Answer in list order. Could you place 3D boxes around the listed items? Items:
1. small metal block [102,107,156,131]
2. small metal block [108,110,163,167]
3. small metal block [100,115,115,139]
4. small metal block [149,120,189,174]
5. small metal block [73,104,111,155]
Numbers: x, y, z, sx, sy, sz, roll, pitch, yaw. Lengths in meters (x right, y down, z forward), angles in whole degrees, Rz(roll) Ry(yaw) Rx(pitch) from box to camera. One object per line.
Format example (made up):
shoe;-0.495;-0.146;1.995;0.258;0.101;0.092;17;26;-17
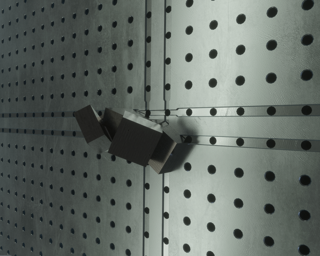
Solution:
small metal block;-0.042;-0.008;0.426;0.050;0.050;0.025;24;105;37
small metal block;-0.030;0.013;0.381;0.050;0.025;0.050;22;109;-9
small metal block;-0.074;0.005;0.468;0.050;0.025;0.050;-24;75;37
small metal block;0.001;0.024;0.407;0.050;0.025;0.050;43;116;31
small metal block;-0.091;0.003;0.429;0.025;0.050;0.050;-28;68;-4
